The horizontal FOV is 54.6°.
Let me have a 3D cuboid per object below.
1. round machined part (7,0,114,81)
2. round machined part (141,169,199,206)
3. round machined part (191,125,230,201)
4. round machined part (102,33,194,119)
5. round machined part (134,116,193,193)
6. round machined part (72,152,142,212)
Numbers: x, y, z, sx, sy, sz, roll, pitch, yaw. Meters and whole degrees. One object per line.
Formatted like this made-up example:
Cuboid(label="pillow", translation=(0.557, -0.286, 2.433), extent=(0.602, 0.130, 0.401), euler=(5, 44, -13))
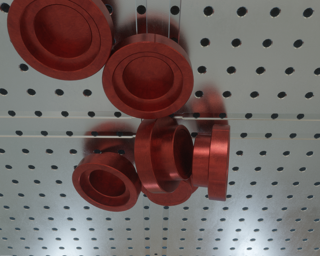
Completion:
Cuboid(label="round machined part", translation=(-0.096, -0.101, 0.314), extent=(0.099, 0.042, 0.097), euler=(0, 130, 0))
Cuboid(label="round machined part", translation=(0.013, 0.081, 0.470), extent=(0.099, 0.042, 0.097), euler=(0, 130, 0))
Cuboid(label="round machined part", translation=(0.067, 0.043, 0.403), extent=(0.042, 0.098, 0.098), euler=(3, 131, 14))
Cuboid(label="round machined part", translation=(-0.013, -0.061, 0.349), extent=(0.099, 0.042, 0.097), euler=(0, 130, 0))
Cuboid(label="round machined part", translation=(0.012, 0.031, 0.386), extent=(0.042, 0.098, 0.098), euler=(-7, 132, 26))
Cuboid(label="round machined part", translation=(-0.073, 0.074, 0.452), extent=(0.098, 0.042, 0.097), euler=(9, 128, 12))
